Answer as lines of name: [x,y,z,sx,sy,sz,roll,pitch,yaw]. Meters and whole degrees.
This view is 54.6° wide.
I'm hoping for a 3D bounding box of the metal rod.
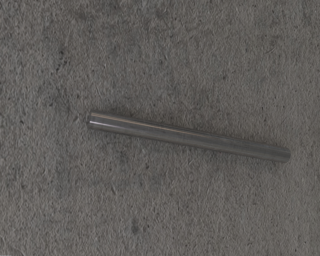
metal rod: [0.053,0.016,0.428,0.302,0.025,0.025,11,87,-20]
